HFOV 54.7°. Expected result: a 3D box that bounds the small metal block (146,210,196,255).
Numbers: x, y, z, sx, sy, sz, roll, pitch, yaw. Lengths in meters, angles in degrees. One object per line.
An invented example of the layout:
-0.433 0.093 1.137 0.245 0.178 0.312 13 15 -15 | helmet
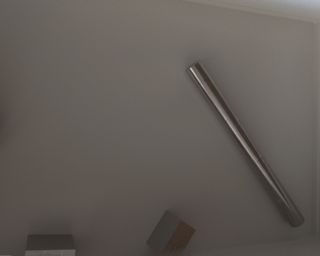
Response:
0.013 0.141 0.404 0.025 0.050 0.050 37 78 -17 | small metal block

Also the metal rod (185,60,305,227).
0.132 0.031 0.460 0.025 0.025 0.299 -40 103 -16 | metal rod

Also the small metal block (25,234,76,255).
-0.126 0.142 0.352 0.050 0.050 0.025 7 88 -20 | small metal block
